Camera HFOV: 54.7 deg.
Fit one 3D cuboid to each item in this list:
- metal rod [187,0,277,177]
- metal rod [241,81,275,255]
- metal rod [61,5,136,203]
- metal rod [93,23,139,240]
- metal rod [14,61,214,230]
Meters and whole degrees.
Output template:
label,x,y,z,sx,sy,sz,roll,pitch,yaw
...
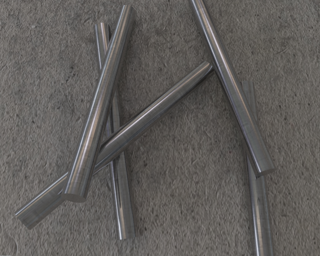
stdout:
label,x,y,z,sx,sy,sz,roll,pitch,yaw
metal rod,0.088,-0.079,0.421,0.025,0.025,0.299,-13,65,-5
metal rod,0.119,0.080,0.379,0.025,0.025,0.299,0,70,0
metal rod,-0.068,-0.054,0.391,0.025,0.025,0.300,7,56,2
metal rod,-0.062,-0.010,0.411,0.025,0.025,0.299,-9,70,-3
metal rod,-0.038,0.006,0.381,0.025,0.025,0.301,43,66,14
